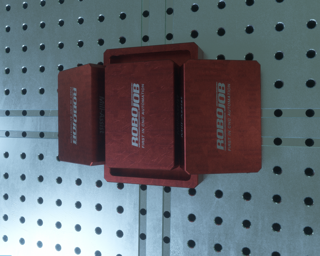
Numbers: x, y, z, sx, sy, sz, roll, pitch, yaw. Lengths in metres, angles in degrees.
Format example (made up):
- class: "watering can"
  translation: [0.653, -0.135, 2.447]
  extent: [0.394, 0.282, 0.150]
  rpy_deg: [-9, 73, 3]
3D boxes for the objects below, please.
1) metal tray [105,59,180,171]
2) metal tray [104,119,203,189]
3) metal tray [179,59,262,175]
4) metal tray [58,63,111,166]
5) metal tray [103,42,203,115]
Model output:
- class: "metal tray"
  translation: [-0.021, -0.015, 0.384]
  extent: [0.090, 0.030, 0.129]
  rpy_deg: [0, 90, 19]
- class: "metal tray"
  translation: [-0.010, 0.029, 0.413]
  extent: [0.130, 0.030, 0.089]
  rpy_deg: [1, 91, 19]
- class: "metal tray"
  translation: [0.070, -0.013, 0.365]
  extent: [0.091, 0.030, 0.129]
  rpy_deg: [-1, 90, -8]
- class: "metal tray"
  translation: [-0.106, -0.017, 0.427]
  extent: [0.090, 0.030, 0.129]
  rpy_deg: [0, 90, 45]
- class: "metal tray"
  translation: [-0.011, -0.061, 0.412]
  extent: [0.130, 0.030, 0.089]
  rpy_deg: [1, 91, 19]
